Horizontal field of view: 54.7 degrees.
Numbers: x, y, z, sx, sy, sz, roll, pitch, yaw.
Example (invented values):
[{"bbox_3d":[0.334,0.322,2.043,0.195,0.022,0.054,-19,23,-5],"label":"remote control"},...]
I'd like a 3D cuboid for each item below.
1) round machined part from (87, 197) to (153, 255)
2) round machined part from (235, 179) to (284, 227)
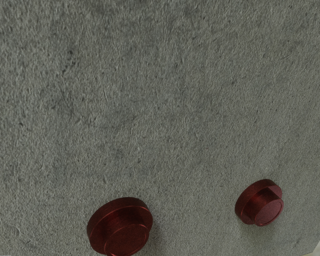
[{"bbox_3d":[-0.055,0.155,0.461,0.099,0.042,0.097,-14,124,-21],"label":"round machined part"},{"bbox_3d":[0.197,0.150,0.596,0.099,0.042,0.097,-14,124,-21],"label":"round machined part"}]
